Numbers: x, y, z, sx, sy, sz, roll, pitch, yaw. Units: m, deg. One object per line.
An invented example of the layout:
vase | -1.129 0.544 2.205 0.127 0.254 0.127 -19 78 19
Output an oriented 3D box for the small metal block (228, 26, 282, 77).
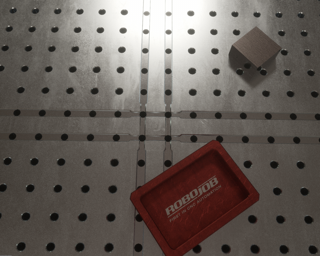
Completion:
small metal block | 0.139 -0.113 0.455 0.050 0.025 0.050 -39 75 -13

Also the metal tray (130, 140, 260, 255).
metal tray | 0.041 0.086 0.378 0.131 0.030 0.090 -32 73 -11
